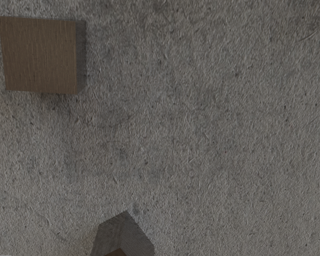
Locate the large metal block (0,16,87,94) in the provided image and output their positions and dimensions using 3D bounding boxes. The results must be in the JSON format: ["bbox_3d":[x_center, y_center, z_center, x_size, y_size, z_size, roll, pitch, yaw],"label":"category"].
[{"bbox_3d":[-0.132,-0.087,0.363,0.081,0.050,0.079,3,110,-2],"label":"large metal block"}]

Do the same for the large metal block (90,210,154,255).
[{"bbox_3d":[-0.051,0.182,0.447,0.050,0.080,0.080,-30,108,10],"label":"large metal block"}]
